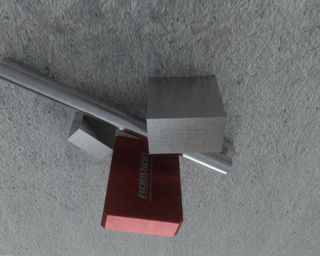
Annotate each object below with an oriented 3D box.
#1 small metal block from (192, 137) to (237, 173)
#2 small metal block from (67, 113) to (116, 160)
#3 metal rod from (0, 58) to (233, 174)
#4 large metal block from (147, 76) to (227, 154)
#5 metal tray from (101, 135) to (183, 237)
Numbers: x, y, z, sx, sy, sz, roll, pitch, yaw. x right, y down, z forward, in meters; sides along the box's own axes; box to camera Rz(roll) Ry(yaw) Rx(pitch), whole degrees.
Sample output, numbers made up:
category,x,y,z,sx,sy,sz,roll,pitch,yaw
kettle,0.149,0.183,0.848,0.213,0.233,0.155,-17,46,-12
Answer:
category,x,y,z,sx,sy,sz,roll,pitch,yaw
small metal block,0.070,0.030,0.436,0.050,0.025,0.050,34,122,-26
small metal block,-0.085,0.005,0.394,0.050,0.050,0.025,37,121,-27
metal rod,-0.044,-0.009,0.383,0.302,0.025,0.025,24,126,-13
large metal block,0.027,-0.017,0.357,0.081,0.080,0.050,-2,130,1
metal tray,-0.021,0.069,0.399,0.091,0.130,0.030,10,129,-8
